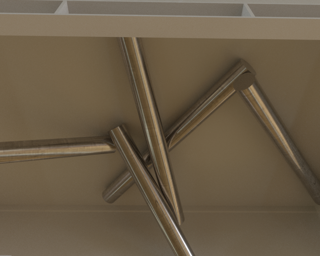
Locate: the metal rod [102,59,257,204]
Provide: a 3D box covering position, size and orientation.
[{"bbox_3d":[0.009,0.021,0.426,0.025,0.025,0.299,31,124,-24],"label":"metal rod"}]

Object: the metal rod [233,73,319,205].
[{"bbox_3d":[0.178,0.033,0.421,0.025,0.025,0.300,-29,130,22],"label":"metal rod"}]

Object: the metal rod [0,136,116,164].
[{"bbox_3d":[-0.190,0.029,0.344,0.303,0.025,0.025,-3,137,-35],"label":"metal rod"}]

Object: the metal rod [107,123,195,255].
[{"bbox_3d":[0.010,0.131,0.428,0.025,0.025,0.299,-25,97,19],"label":"metal rod"}]

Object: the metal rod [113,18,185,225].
[{"bbox_3d":[-0.005,0.015,0.393,0.025,0.025,0.298,-9,121,7],"label":"metal rod"}]
